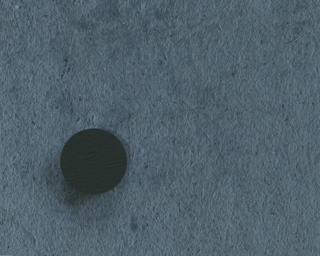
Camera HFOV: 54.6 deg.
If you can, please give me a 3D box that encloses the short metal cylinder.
[{"bbox_3d":[-0.080,0.040,0.397,0.080,0.050,0.080,0,90,0],"label":"short metal cylinder"}]
